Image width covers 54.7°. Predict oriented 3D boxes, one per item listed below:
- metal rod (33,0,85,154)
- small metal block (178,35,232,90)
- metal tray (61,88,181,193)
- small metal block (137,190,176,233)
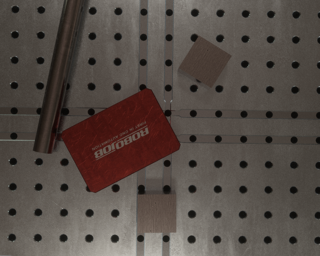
[{"bbox_3d":[-0.125,-0.115,0.411,0.025,0.025,0.298,12,90,-1],"label":"metal rod"},{"bbox_3d":[0.059,-0.086,0.414,0.050,0.025,0.050,32,90,-1],"label":"small metal block"},{"bbox_3d":[-0.050,0.016,0.410,0.130,0.030,0.090,-28,90,-1],"label":"metal tray"},{"bbox_3d":[-0.004,0.111,0.413,0.050,0.025,0.050,0,90,-1],"label":"small metal block"}]
